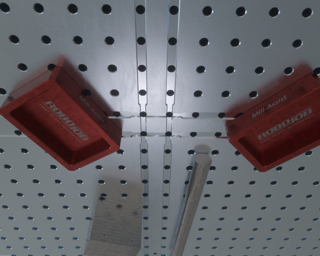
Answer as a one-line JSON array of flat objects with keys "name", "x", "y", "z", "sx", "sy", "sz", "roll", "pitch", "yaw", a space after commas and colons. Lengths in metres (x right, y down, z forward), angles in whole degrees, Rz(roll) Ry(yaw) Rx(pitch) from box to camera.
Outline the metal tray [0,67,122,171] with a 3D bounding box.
[{"name": "metal tray", "x": -0.123, "y": -0.005, "z": 0.402, "sx": 0.090, "sy": 0.030, "sz": 0.130, "roll": -25, "pitch": 126, "yaw": 20}]

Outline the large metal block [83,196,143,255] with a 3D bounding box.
[{"name": "large metal block", "x": -0.076, "y": 0.170, "z": 0.519, "sx": 0.081, "sy": 0.080, "sz": 0.050, "roll": 15, "pitch": 128, "yaw": -13}]

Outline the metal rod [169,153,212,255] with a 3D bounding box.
[{"name": "metal rod", "x": 0.047, "y": 0.159, "z": 0.547, "sx": 0.025, "sy": 0.025, "sz": 0.298, "roll": 5, "pitch": 130, "yaw": -4}]

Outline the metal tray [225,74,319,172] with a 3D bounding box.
[{"name": "metal tray", "x": 0.166, "y": -0.001, "z": 0.409, "sx": 0.130, "sy": 0.030, "sz": 0.090, "roll": -34, "pitch": 123, "yaw": 25}]
